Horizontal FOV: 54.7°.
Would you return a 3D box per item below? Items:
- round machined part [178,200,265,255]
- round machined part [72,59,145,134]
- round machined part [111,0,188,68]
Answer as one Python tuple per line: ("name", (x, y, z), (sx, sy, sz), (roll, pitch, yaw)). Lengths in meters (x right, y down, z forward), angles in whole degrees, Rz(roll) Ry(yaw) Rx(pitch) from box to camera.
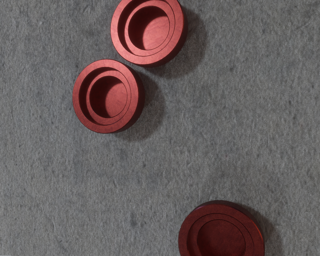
("round machined part", (0.075, 0.135, 0.373), (0.098, 0.042, 0.097), (0, 90, 19))
("round machined part", (-0.065, -0.041, 0.422), (0.098, 0.042, 0.097), (0, 90, 19))
("round machined part", (-0.011, -0.127, 0.403), (0.098, 0.042, 0.097), (0, 90, 19))
